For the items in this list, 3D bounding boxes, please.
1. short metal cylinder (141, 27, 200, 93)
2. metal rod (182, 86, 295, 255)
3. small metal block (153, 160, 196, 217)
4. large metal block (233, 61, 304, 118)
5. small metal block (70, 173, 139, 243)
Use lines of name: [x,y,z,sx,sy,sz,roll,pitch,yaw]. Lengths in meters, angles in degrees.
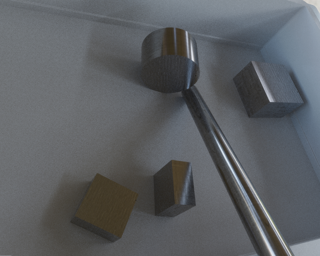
short metal cylinder: [0.014,-0.093,0.436,0.081,0.080,0.050,12,57,-22]
metal rod: [0.068,0.027,0.344,0.025,0.025,0.300,15,29,-20]
small metal block: [0.015,0.071,0.356,0.025,0.050,0.050,11,57,-23]
large metal block: [0.184,-0.064,0.531,0.081,0.050,0.080,-1,62,-29]
small metal block: [-0.057,0.084,0.325,0.050,0.025,0.050,30,52,-10]
